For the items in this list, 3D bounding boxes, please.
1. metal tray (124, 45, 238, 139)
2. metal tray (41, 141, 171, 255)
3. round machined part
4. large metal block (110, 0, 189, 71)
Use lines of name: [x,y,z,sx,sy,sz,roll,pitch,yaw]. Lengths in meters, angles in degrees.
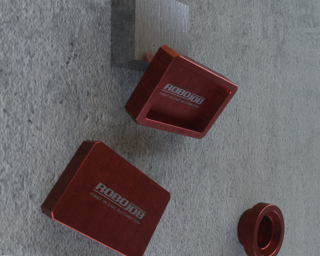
metal tray: [0.031,-0.038,0.388,0.131,0.030,0.090,14,116,-45]
metal tray: [-0.054,0.085,0.356,0.130,0.030,0.090,42,64,-32]
round machined part: [0.172,0.178,0.538,0.099,0.042,0.097,0,90,-40]
large metal block: [-0.012,-0.113,0.378,0.081,0.050,0.080,1,89,-40]
